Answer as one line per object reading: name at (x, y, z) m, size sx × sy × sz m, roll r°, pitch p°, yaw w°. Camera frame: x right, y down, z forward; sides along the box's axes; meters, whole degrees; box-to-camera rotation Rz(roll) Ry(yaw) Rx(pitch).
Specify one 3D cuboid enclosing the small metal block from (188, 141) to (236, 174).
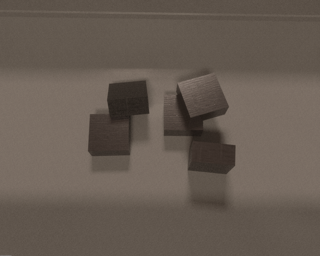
small metal block at (0.062, 0.038, 0.383) m, size 0.050 × 0.050 × 0.025 m, roll 6°, pitch 70°, yaw 2°

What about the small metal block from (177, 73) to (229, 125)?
small metal block at (0.053, -0.037, 0.398) m, size 0.050 × 0.025 × 0.050 m, roll -16°, pitch 71°, yaw -7°

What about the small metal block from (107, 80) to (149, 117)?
small metal block at (-0.042, -0.039, 0.410) m, size 0.050 × 0.025 × 0.050 m, roll -6°, pitch 32°, yaw -3°

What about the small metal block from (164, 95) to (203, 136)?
small metal block at (0.031, -0.017, 0.416) m, size 0.050 × 0.025 × 0.050 m, roll 1°, pitch 70°, yaw 0°

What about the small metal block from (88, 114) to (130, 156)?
small metal block at (-0.065, 0.009, 0.406) m, size 0.050 × 0.025 × 0.050 m, roll -1°, pitch 70°, yaw -1°
